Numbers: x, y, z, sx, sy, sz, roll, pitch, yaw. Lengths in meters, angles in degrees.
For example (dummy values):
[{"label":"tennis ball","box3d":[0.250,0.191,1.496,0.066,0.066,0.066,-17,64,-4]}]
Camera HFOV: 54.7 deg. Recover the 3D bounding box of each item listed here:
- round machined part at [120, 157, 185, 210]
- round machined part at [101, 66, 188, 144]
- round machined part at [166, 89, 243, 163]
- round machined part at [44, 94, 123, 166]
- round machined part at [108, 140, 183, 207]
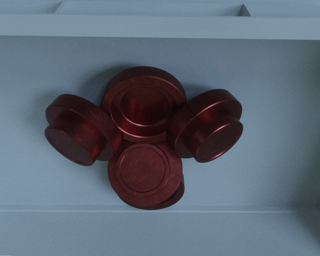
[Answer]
[{"label":"round machined part","box3d":[-0.014,0.076,0.459,0.099,0.042,0.097,0,130,0]},{"label":"round machined part","box3d":[-0.018,-0.031,0.368,0.099,0.042,0.097,0,130,0]},{"label":"round machined part","box3d":[0.059,0.004,0.370,0.099,0.042,0.097,-25,146,-18]},{"label":"round machined part","box3d":[-0.098,0.009,0.374,0.098,0.042,0.097,22,146,16]},{"label":"round machined part","box3d":[-0.020,0.053,0.403,0.099,0.097,0.042,-5,174,4]}]
